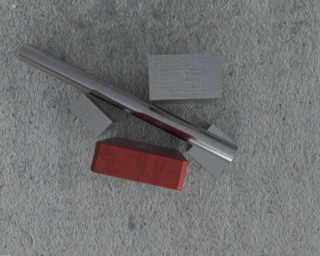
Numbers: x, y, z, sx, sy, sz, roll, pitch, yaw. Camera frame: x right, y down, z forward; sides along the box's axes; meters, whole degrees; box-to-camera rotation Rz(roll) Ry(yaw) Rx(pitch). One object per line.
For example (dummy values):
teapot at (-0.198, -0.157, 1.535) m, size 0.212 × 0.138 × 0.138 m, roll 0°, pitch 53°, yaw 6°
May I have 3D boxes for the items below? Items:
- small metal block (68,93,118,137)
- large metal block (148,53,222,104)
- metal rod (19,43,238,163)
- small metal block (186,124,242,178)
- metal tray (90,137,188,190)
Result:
small metal block at (-0.084, -0.016, 0.397) m, size 0.050 × 0.050 × 0.025 m, roll 44°, pitch 90°, yaw -1°
large metal block at (0.028, -0.057, 0.383) m, size 0.081 × 0.080 × 0.050 m, roll -2°, pitch 90°, yaw -1°
metal rod at (-0.043, -0.034, 0.397) m, size 0.301 × 0.025 × 0.025 m, roll 26°, pitch 90°, yaw 5°
small metal block at (0.071, 0.029, 0.413) m, size 0.050 × 0.025 × 0.050 m, roll 41°, pitch 90°, yaw -1°
metal tray at (-0.020, 0.036, 0.359) m, size 0.091 × 0.130 × 0.030 m, roll 12°, pitch 90°, yaw 0°
